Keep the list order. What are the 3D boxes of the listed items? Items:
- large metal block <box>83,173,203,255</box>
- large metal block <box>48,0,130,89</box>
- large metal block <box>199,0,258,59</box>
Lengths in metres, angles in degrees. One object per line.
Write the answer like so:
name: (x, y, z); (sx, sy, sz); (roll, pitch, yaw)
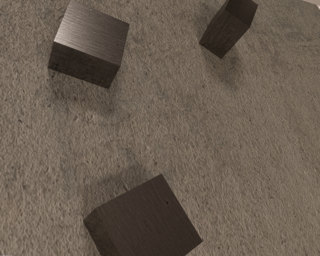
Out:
large metal block: (-0.018, 0.105, 0.315); (0.081, 0.050, 0.080); (-22, 74, -36)
large metal block: (-0.092, -0.109, 0.406); (0.081, 0.050, 0.080); (18, 55, -18)
large metal block: (0.121, -0.184, 0.548); (0.050, 0.080, 0.080); (33, 51, -7)
